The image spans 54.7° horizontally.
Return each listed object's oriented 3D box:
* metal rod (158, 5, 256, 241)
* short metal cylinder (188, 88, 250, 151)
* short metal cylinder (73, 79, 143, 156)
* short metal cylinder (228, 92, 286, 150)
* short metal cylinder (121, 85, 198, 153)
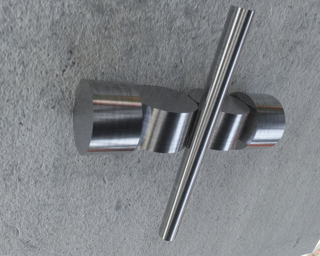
[{"bbox_3d":[0.045,0.014,0.362,0.025,0.025,0.298,1,118,-29],"label":"metal rod"},{"bbox_3d":[0.069,-0.013,0.402,0.081,0.080,0.050,1,118,-29],"label":"short metal cylinder"},{"bbox_3d":[-0.059,-0.011,0.334,0.050,0.080,0.079,1,118,-29],"label":"short metal cylinder"},{"bbox_3d":[0.126,-0.010,0.436,0.050,0.080,0.079,1,118,-29],"label":"short metal cylinder"},{"bbox_3d":[-0.001,-0.013,0.364,0.081,0.080,0.050,1,118,-29],"label":"short metal cylinder"}]
